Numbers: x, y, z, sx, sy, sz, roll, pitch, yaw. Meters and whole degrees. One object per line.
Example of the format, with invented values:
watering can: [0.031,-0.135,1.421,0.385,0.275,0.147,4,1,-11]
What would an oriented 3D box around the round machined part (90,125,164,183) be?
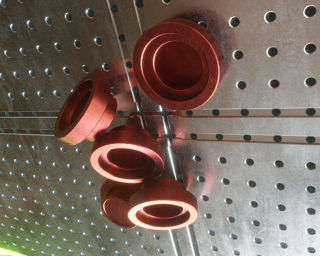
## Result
round machined part: [-0.043,0.033,0.425,0.099,0.042,0.097,2,141,2]

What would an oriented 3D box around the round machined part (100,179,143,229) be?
round machined part: [-0.056,0.124,0.505,0.098,0.042,0.097,13,124,20]

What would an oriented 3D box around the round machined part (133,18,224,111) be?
round machined part: [0.023,-0.071,0.343,0.098,0.042,0.097,13,124,20]

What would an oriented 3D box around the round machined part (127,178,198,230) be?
round machined part: [0.004,0.107,0.445,0.099,0.042,0.097,0,140,0]

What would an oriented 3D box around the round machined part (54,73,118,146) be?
round machined part: [-0.093,-0.021,0.407,0.042,0.098,0.098,33,135,-32]
